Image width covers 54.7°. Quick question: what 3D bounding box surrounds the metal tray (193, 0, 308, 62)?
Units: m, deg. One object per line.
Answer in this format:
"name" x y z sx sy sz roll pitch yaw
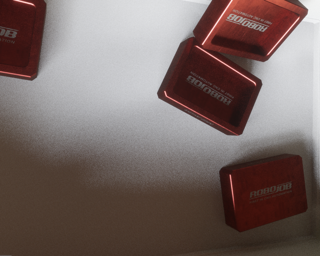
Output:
"metal tray" 0.120 -0.139 0.407 0.131 0.089 0.030 2 49 -34

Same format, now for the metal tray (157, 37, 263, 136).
"metal tray" 0.072 -0.055 0.435 0.131 0.030 0.090 27 81 -19

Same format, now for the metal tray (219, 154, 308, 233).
"metal tray" 0.158 0.094 0.468 0.131 0.030 0.089 -9 93 -20

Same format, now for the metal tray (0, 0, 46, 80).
"metal tray" -0.197 -0.108 0.334 0.131 0.030 0.089 8 87 -20
